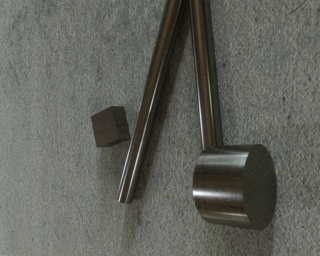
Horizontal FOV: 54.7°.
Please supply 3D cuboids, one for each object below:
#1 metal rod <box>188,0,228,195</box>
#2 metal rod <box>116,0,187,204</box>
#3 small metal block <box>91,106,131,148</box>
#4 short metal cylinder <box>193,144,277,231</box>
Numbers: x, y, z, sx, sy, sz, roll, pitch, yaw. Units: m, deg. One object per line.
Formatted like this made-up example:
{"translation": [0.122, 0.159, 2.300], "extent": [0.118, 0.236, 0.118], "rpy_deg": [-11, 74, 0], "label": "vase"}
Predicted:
{"translation": [0.053, -0.067, 0.360], "extent": [0.025, 0.025, 0.298], "rpy_deg": [-8, 85, 40], "label": "metal rod"}
{"translation": [-0.013, -0.037, 0.415], "extent": [0.025, 0.025, 0.298], "rpy_deg": [25, 105, 37], "label": "metal rod"}
{"translation": [-0.075, -0.001, 0.467], "extent": [0.050, 0.025, 0.050], "rpy_deg": [-21, 77, 38], "label": "small metal block"}
{"translation": [0.076, 0.057, 0.306], "extent": [0.050, 0.081, 0.080], "rpy_deg": [-5, 87, 40], "label": "short metal cylinder"}
